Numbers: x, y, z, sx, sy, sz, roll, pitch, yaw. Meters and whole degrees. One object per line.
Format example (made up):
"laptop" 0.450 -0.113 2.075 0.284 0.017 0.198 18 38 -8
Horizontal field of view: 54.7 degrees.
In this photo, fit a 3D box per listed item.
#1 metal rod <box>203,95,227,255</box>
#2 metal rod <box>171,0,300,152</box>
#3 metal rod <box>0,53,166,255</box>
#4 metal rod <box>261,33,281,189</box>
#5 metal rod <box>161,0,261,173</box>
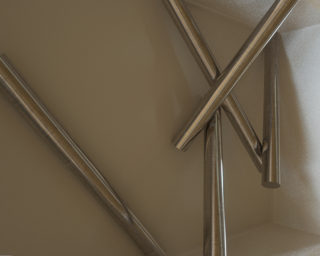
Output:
"metal rod" 0.066 0.069 0.383 0.025 0.025 0.300 38 42 -33
"metal rod" 0.113 -0.094 0.411 0.025 0.025 0.299 30 100 -36
"metal rod" -0.077 0.053 0.341 0.025 0.025 0.299 -48 119 -29
"metal rod" 0.183 -0.046 0.508 0.025 0.025 0.300 37 52 -34
"metal rod" 0.089 -0.055 0.445 0.025 0.025 0.299 -45 111 -31
